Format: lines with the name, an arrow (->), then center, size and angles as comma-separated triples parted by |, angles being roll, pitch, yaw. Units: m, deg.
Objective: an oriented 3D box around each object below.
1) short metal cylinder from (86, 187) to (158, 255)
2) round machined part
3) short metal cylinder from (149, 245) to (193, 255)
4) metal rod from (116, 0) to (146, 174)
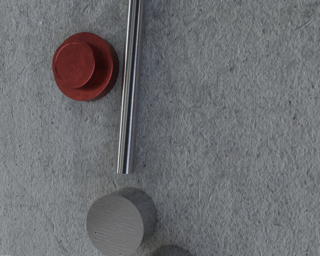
short metal cylinder -> -0.049, 0.123, 0.412 | 0.080, 0.050, 0.079 | 0, 90, 19
round machined part -> -0.111, -0.087, 0.438 | 0.098, 0.042, 0.097 | 0, 90, 19
short metal cylinder -> 0.009, 0.197, 0.392 | 0.080, 0.050, 0.079 | 0, 90, 19
metal rod -> -0.038, -0.088, 0.421 | 0.025, 0.025, 0.298 | 5, 92, 19
